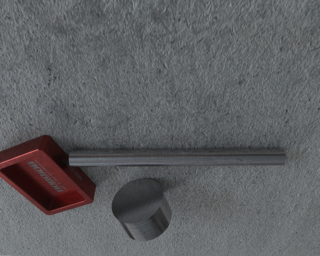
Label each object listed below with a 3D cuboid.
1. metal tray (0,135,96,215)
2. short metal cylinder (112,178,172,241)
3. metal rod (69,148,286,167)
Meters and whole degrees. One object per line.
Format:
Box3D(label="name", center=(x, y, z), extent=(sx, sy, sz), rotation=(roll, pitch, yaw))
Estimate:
Box3D(label="metal tray", center=(-0.169, 0.076, 0.466), extent=(0.090, 0.030, 0.130), rotation=(-20, 128, 15))
Box3D(label="short metal cylinder", center=(-0.027, 0.125, 0.477), extent=(0.080, 0.080, 0.050), rotation=(-12, 129, 10))
Box3D(label="metal rod", center=(0.024, 0.042, 0.443), extent=(0.302, 0.025, 0.025), rotation=(0, 130, 0))
